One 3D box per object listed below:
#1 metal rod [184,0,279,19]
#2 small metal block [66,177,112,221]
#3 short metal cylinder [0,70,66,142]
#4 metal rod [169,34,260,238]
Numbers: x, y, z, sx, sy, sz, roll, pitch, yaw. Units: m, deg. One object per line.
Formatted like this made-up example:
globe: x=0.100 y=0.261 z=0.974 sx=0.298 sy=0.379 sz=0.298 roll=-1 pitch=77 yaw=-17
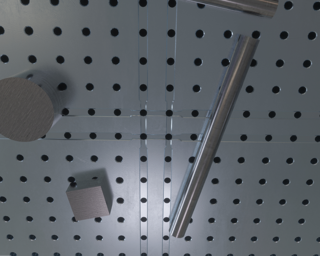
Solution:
metal rod: x=-0.015 y=-0.168 z=0.351 sx=0.302 sy=0.025 sz=0.025 roll=11 pitch=110 yaw=-5
small metal block: x=-0.102 y=0.103 z=0.451 sx=0.050 sy=0.025 sz=0.050 roll=-11 pitch=110 yaw=4
short metal cylinder: x=-0.165 y=-0.029 z=0.388 sx=0.081 sy=0.050 sz=0.079 roll=0 pitch=110 yaw=0
metal rod: x=0.067 y=0.025 z=0.423 sx=0.025 sy=0.025 sz=0.298 roll=15 pitch=109 yaw=-6
